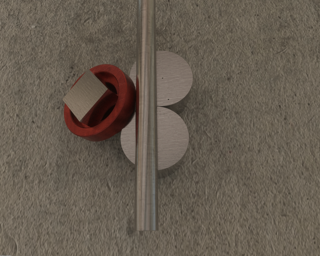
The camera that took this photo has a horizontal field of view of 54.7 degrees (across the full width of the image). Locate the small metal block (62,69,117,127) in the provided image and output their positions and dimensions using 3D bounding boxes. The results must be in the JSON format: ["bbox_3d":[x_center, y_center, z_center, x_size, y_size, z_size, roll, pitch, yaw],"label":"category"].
[{"bbox_3d":[-0.084,-0.036,0.379,0.050,0.025,0.050,-48,54,4],"label":"small metal block"}]

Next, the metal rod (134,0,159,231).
[{"bbox_3d":[-0.016,-0.035,0.369,0.025,0.025,0.299,-1,70,0],"label":"metal rod"}]

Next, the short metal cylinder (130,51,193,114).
[{"bbox_3d":[0.001,-0.056,0.417,0.081,0.050,0.080,0,70,0],"label":"short metal cylinder"}]

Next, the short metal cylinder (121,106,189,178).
[{"bbox_3d":[-0.006,0.019,0.388,0.081,0.050,0.080,0,69,0],"label":"short metal cylinder"}]

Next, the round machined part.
[{"bbox_3d":[-0.071,-0.028,0.396,0.098,0.042,0.098,-12,64,26],"label":"round machined part"}]
